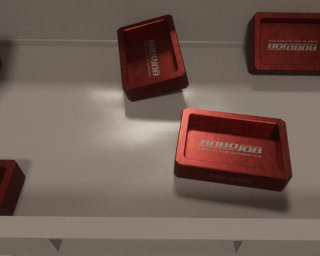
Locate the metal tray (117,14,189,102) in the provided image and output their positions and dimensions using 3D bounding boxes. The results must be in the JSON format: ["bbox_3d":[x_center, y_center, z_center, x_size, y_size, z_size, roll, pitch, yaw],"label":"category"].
[{"bbox_3d":[-0.014,-0.109,0.468,0.090,0.030,0.130,-13,57,6],"label":"metal tray"}]

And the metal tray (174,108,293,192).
[{"bbox_3d":[0.088,0.024,0.382,0.131,0.030,0.090,7,50,5],"label":"metal tray"}]

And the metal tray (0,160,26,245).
[{"bbox_3d":[-0.226,0.078,0.332,0.131,0.030,0.090,1,50,0],"label":"metal tray"}]

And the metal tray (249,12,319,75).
[{"bbox_3d":[0.207,-0.130,0.482,0.131,0.030,0.089,1,88,0],"label":"metal tray"}]
